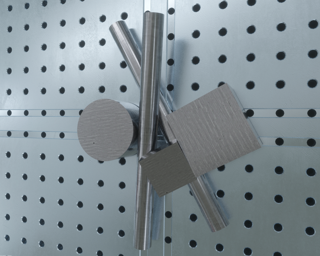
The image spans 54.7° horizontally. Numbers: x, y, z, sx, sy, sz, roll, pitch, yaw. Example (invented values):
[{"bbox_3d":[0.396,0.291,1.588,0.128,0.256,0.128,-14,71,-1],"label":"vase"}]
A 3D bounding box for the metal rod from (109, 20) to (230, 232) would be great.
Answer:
[{"bbox_3d":[0.008,-0.009,0.406,0.025,0.025,0.299,-30,81,17],"label":"metal rod"}]

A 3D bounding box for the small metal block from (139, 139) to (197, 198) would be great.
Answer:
[{"bbox_3d":[0.010,0.047,0.371,0.050,0.025,0.050,-28,96,9],"label":"small metal block"}]

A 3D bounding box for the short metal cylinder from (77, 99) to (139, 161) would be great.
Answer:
[{"bbox_3d":[-0.062,0.002,0.417,0.080,0.050,0.079,0,90,19],"label":"short metal cylinder"}]

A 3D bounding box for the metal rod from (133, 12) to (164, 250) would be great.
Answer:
[{"bbox_3d":[-0.016,0.011,0.393,0.025,0.025,0.298,7,100,20],"label":"metal rod"}]

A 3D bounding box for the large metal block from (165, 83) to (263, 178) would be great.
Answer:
[{"bbox_3d":[0.066,0.003,0.371,0.080,0.050,0.080,-29,81,17],"label":"large metal block"}]
